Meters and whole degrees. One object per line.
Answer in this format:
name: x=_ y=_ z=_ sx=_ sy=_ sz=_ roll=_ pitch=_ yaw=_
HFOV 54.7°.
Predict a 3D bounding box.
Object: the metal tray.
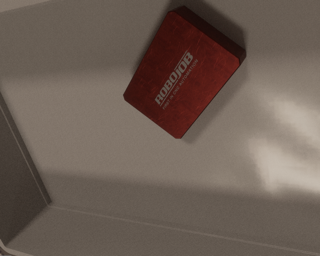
metal tray: x=0.023 y=-0.058 z=0.356 sx=0.090 sy=0.030 sz=0.129 roll=37 pitch=129 yaw=2
